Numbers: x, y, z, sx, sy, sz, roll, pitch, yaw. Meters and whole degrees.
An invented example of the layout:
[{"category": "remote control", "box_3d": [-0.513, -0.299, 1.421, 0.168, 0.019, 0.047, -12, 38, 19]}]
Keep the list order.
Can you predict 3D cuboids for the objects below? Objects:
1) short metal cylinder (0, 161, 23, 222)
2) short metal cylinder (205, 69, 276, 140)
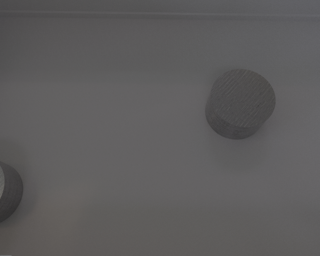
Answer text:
[{"category": "short metal cylinder", "box_3d": [-0.214, 0.074, 0.368, 0.081, 0.050, 0.080, 0, 70, 0]}, {"category": "short metal cylinder", "box_3d": [0.103, -0.030, 0.408, 0.081, 0.050, 0.080, 0, 70, 0]}]
